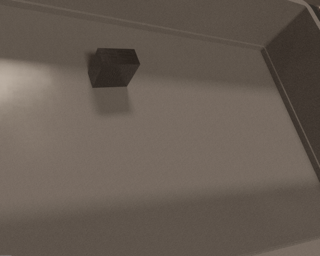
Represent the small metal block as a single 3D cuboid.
[{"bbox_3d":[-0.061,-0.078,0.405,0.050,0.050,0.025,-7,66,-32],"label":"small metal block"}]
